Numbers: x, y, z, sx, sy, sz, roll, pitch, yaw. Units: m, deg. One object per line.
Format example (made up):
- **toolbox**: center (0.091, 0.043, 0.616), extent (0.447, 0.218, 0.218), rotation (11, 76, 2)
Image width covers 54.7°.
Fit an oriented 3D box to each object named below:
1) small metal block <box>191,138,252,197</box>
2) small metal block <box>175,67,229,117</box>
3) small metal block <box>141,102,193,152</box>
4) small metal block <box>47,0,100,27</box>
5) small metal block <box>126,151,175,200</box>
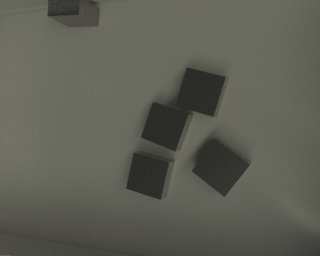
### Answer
- **small metal block**: center (0.076, 0.048, 0.383), extent (0.050, 0.025, 0.050), rotation (38, 102, 15)
- **small metal block**: center (0.053, -0.044, 0.391), extent (0.050, 0.025, 0.050), rotation (18, 96, 18)
- **small metal block**: center (0.009, -0.002, 0.406), extent (0.050, 0.025, 0.050), rotation (21, 97, 18)
- **small metal block**: center (-0.121, -0.163, 0.438), extent (0.050, 0.050, 0.025), rotation (5, 92, 19)
- **small metal block**: center (-0.013, 0.062, 0.414), extent (0.050, 0.025, 0.050), rotation (14, 95, 19)
